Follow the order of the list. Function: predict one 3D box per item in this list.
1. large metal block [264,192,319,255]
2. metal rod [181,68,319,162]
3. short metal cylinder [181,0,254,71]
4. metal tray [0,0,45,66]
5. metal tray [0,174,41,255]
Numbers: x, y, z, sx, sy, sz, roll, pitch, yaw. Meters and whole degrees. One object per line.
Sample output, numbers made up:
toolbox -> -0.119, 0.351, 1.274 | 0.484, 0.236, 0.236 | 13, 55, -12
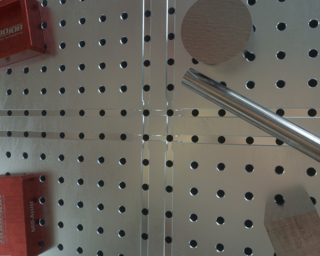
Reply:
large metal block -> 0.152, 0.122, 0.330 | 0.050, 0.080, 0.080 | -23, 83, 19
metal rod -> 0.157, 0.010, 0.357 | 0.300, 0.025, 0.025 | 32, 100, 17
short metal cylinder -> 0.071, -0.113, 0.374 | 0.080, 0.050, 0.079 | 0, 90, 20
metal tray -> -0.253, -0.151, 0.498 | 0.130, 0.030, 0.089 | -11, 87, 19
metal tray -> -0.240, 0.141, 0.495 | 0.090, 0.030, 0.129 | -5, 88, 19
